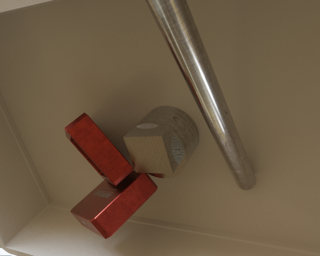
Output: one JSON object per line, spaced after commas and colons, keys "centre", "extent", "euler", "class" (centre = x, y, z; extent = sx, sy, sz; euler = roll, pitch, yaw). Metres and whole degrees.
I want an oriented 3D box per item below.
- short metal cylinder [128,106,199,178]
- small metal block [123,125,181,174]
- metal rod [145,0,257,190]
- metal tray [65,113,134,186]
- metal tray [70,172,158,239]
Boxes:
{"centre": [0.005, 0.018, 0.400], "extent": [0.080, 0.050, 0.079], "euler": [13, 124, 20], "class": "short metal cylinder"}
{"centre": [-0.009, 0.025, 0.363], "extent": [0.050, 0.025, 0.050], "euler": [-3, 117, 29], "class": "small metal block"}
{"centre": [0.050, -0.019, 0.289], "extent": [0.025, 0.025, 0.300], "euler": [-2, 144, 29], "class": "metal rod"}
{"centre": [-0.087, 0.031, 0.421], "extent": [0.090, 0.030, 0.130], "euler": [50, 164, -6], "class": "metal tray"}
{"centre": [-0.068, 0.101, 0.432], "extent": [0.030, 0.090, 0.130], "euler": [53, 153, -10], "class": "metal tray"}
